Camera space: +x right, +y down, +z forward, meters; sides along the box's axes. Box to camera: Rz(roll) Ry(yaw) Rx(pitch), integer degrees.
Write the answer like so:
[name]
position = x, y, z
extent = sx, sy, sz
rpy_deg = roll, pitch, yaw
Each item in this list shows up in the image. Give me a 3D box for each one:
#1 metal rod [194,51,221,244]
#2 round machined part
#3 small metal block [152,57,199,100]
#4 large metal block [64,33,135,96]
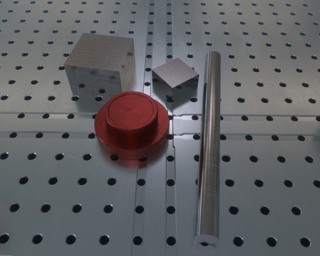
[metal rod]
position = 0.067, -0.001, 0.408
extent = 0.025, 0.025, 0.300
rpy_deg = 6, 50, 5
[round machined part]
position = -0.037, -0.010, 0.405
extent = 0.099, 0.042, 0.098
rpy_deg = 0, 50, 0
[small metal block]
position = 0.023, -0.076, 0.471
extent = 0.050, 0.025, 0.050
rpy_deg = -29, 56, -23
[large metal block]
position = -0.088, -0.097, 0.472
extent = 0.080, 0.050, 0.080
rpy_deg = 8, 51, 7
